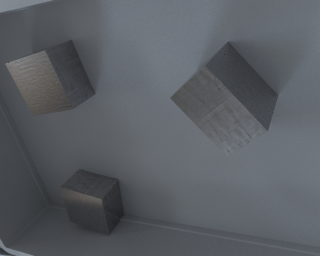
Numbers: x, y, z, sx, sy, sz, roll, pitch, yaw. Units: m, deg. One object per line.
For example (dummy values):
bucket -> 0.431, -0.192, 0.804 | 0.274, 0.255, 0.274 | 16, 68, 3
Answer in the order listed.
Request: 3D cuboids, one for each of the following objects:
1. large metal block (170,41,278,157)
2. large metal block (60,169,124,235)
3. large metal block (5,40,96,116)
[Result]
large metal block -> 0.069, -0.032, 0.316 | 0.080, 0.080, 0.050 | 46, 129, -4
large metal block -> -0.113, 0.124, 0.527 | 0.080, 0.050, 0.079 | 10, 123, 22
large metal block -> -0.150, -0.067, 0.428 | 0.080, 0.050, 0.080 | -7, 115, 31
